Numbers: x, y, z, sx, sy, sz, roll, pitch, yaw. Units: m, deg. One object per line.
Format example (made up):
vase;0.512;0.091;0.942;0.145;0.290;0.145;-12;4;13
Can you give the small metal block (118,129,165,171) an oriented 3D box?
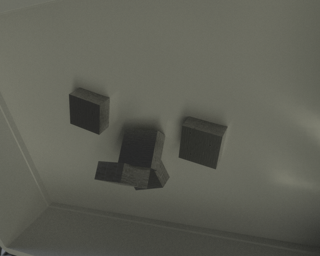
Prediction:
small metal block;-0.025;0.029;0.420;0.050;0.050;0.025;3;164;26

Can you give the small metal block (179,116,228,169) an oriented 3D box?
small metal block;0.054;0.018;0.391;0.050;0.025;0.050;16;125;18

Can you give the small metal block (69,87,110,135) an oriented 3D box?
small metal block;-0.101;-0.024;0.445;0.050;0.025;0.050;20;126;16

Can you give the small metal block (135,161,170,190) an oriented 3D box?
small metal block;-0.021;0.063;0.457;0.050;0.025;0.050;-13;112;33

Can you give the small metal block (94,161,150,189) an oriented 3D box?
small metal block;-0.050;0.063;0.417;0.050;0.025;0.050;-1;163;40
